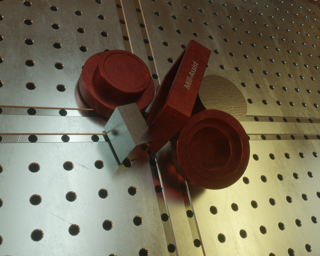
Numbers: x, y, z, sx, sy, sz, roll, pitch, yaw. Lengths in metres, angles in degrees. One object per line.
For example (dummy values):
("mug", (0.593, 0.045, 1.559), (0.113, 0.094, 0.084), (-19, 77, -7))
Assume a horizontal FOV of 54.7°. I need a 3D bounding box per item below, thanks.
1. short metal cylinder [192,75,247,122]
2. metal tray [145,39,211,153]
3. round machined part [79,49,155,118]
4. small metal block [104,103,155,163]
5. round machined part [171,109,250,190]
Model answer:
("short metal cylinder", (0.077, -0.030, 0.447), (0.081, 0.050, 0.080), (14, 56, -21))
("metal tray", (0.018, -0.041, 0.396), (0.030, 0.090, 0.130), (29, 52, -10))
("round machined part", (-0.051, -0.062, 0.402), (0.099, 0.042, 0.098), (14, 56, -21))
("small metal block", (-0.037, 0.006, 0.363), (0.025, 0.050, 0.050), (-16, 71, -35))
("round machined part", (0.060, 0.028, 0.393), (0.099, 0.042, 0.097), (2, 82, -18))
